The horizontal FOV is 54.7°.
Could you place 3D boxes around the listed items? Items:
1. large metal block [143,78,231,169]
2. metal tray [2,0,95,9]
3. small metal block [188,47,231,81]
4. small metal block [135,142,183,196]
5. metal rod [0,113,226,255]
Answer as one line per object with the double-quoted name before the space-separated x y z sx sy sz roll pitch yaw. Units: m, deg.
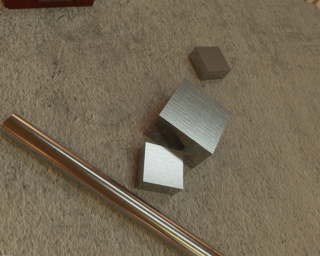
"large metal block" 0.038 -0.006 0.414 0.080 0.050 0.080 36 51 -5
"metal tray" -0.167 -0.217 0.443 0.131 0.030 0.090 -19 72 -36
"small metal block" 0.083 -0.108 0.517 0.050 0.025 0.050 -10 67 -33
"small metal block" 0.000 0.050 0.375 0.050 0.025 0.050 15 55 -20
"metal rod" -0.035 0.081 0.336 0.301 0.025 0.025 35 51 -5
